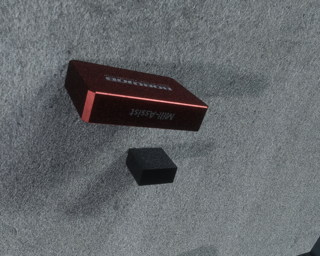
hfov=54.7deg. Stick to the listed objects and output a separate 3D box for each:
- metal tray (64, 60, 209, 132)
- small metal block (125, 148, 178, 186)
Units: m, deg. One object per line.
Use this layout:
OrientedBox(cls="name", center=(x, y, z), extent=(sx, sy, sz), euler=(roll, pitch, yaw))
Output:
OrientedBox(cls="metal tray", center=(-0.026, -0.034, 0.330), extent=(0.131, 0.090, 0.030), euler=(5, 116, -31))
OrientedBox(cls="small metal block", center=(-0.012, 0.051, 0.417), extent=(0.050, 0.050, 0.025), euler=(1, 118, -29))
